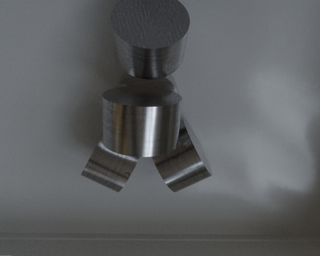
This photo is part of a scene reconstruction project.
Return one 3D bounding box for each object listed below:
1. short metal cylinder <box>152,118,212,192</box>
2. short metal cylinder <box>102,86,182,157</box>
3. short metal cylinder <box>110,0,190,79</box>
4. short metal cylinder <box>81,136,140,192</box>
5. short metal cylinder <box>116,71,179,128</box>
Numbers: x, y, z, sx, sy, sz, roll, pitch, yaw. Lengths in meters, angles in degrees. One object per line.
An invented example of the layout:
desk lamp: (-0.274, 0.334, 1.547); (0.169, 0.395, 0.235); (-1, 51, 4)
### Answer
short metal cylinder: (0.026, 0.034, 0.393); (0.050, 0.080, 0.080); (-27, 108, 10)
short metal cylinder: (-0.019, -0.010, 0.323); (0.081, 0.080, 0.050); (3, 110, -1)
short metal cylinder: (-0.011, -0.100, 0.336); (0.081, 0.080, 0.050); (4, 153, -2)
short metal cylinder: (-0.058, 0.034, 0.392); (0.050, 0.080, 0.080); (28, 108, -9)
short metal cylinder: (-0.016, -0.035, 0.382); (0.081, 0.050, 0.079); (0, 110, 0)
